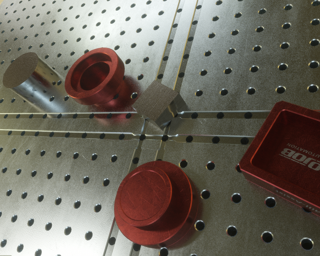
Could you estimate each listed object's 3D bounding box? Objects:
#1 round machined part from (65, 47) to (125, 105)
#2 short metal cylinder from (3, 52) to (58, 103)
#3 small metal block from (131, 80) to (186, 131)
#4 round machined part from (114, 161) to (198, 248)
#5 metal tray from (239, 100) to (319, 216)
[{"bbox_3d":[-0.098,-0.077,0.494,0.098,0.042,0.098,-13,56,20],"label":"round machined part"},{"bbox_3d":[-0.239,-0.092,0.571,0.080,0.050,0.080,-13,56,20],"label":"short metal cylinder"},{"bbox_3d":[-0.002,-0.032,0.428,0.050,0.025,0.050,34,81,38],"label":"small metal block"},{"bbox_3d":[-0.010,0.082,0.352,0.098,0.042,0.098,-13,56,20],"label":"round machined part"},{"bbox_3d":[0.157,0.034,0.301,0.130,0.030,0.090,26,75,36],"label":"metal tray"}]
